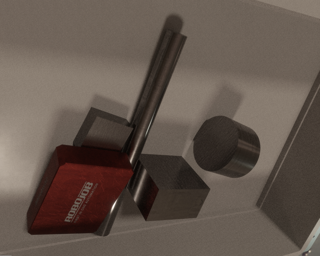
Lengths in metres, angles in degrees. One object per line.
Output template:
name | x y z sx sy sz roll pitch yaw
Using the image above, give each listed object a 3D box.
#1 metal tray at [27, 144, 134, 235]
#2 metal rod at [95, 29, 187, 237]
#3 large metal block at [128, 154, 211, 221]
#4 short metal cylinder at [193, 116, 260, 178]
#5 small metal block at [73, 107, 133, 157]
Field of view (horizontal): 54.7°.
metal tray | -0.101 0.082 0.385 0.091 0.030 0.129 11 125 -34
metal rod | -0.033 0.021 0.404 0.025 0.025 0.298 9 114 -33
large metal block | 0.008 0.080 0.428 0.081 0.080 0.050 7 115 -32
short metal cylinder | 0.094 0.028 0.444 0.050 0.080 0.080 21 107 -36
small metal block | -0.069 0.008 0.377 0.050 0.025 0.050 20 108 -36
